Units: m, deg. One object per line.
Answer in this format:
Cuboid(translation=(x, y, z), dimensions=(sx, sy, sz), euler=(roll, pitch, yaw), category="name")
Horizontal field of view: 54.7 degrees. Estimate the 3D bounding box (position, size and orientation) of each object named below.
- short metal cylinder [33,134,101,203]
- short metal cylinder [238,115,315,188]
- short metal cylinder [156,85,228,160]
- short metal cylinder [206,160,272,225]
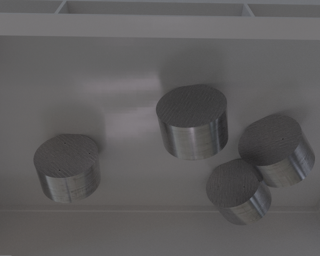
Cuboid(translation=(-0.122, 0.053, 0.417), dimensions=(0.081, 0.080, 0.050), euler=(2, 130, -2), category="short metal cylinder")
Cuboid(translation=(0.149, 0.030, 0.399), dimensions=(0.080, 0.080, 0.050), euler=(-28, 125, 21), category="short metal cylinder")
Cuboid(translation=(0.039, -0.008, 0.366), dimensions=(0.080, 0.080, 0.050), euler=(-7, 130, 6), category="short metal cylinder")
Cuboid(translation=(0.115, 0.094, 0.454), dimensions=(0.080, 0.080, 0.050), euler=(-24, 126, 19), category="short metal cylinder")
